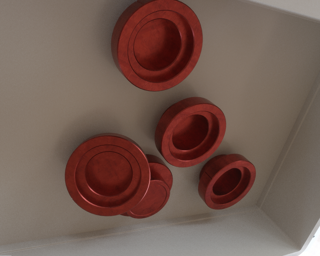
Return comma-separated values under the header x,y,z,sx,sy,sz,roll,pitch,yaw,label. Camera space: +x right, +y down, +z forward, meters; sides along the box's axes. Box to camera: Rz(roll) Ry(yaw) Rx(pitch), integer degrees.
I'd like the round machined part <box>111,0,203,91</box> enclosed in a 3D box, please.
x,y,z,sx,sy,sz,roll,pitch,yaw,label
-0.006,-0.093,0.338,0.099,0.042,0.097,-14,125,-21,round machined part

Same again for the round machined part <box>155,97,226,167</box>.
x,y,z,sx,sy,sz,roll,pitch,yaw,label
0.037,0.002,0.421,0.099,0.042,0.097,-14,125,-21,round machined part

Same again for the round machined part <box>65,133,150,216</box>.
x,y,z,sx,sy,sz,roll,pitch,yaw,label
-0.062,0.054,0.380,0.099,0.042,0.097,-1,98,-6,round machined part

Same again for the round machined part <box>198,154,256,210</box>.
x,y,z,sx,sy,sz,roll,pitch,yaw,label
0.104,0.082,0.508,0.099,0.042,0.097,-14,125,-21,round machined part

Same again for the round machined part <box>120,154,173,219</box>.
x,y,z,sx,sy,sz,roll,pitch,yaw,label
-0.025,0.090,0.441,0.099,0.042,0.097,-14,125,-21,round machined part
